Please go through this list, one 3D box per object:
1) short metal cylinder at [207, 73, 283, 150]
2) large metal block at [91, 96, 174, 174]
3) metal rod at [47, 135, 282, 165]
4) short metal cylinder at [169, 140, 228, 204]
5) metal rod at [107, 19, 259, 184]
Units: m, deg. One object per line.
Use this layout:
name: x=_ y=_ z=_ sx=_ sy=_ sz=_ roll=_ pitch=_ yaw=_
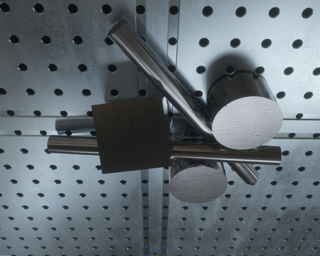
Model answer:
short metal cylinder: x=0.100 y=-0.020 z=0.375 sx=0.081 sy=0.050 sz=0.079 roll=0 pitch=130 yaw=0
large metal block: x=-0.030 y=0.006 z=0.372 sx=0.080 sy=0.050 sz=0.079 roll=-7 pitch=95 yaw=6
metal rod: x=0.002 y=0.029 z=0.409 sx=0.302 sy=0.025 sz=0.025 roll=3 pitch=131 yaw=5
short metal cylinder: x=0.053 y=0.064 z=0.445 sx=0.081 sy=0.050 sz=0.079 roll=0 pitch=130 yaw=0
metal rod: x=0.047 y=-0.014 z=0.396 sx=0.025 sy=0.025 sz=0.300 roll=-31 pitch=124 yaw=23
